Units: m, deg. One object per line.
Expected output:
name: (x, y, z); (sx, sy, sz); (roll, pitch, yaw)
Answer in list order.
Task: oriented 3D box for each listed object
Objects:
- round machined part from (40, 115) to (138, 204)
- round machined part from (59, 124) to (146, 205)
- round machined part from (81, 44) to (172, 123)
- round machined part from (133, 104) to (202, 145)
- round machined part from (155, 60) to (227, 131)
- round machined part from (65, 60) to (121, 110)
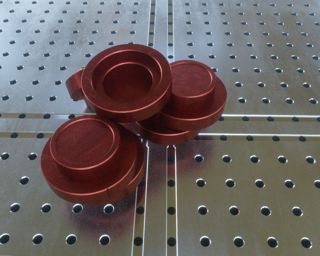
round machined part: (-0.073, 0.025, 0.320); (0.099, 0.042, 0.098); (0, 50, 0)
round machined part: (-0.066, 0.031, 0.343); (0.099, 0.042, 0.098); (0, 50, 0)
round machined part: (-0.035, -0.046, 0.352); (0.098, 0.042, 0.098); (-1, 58, 2)
round machined part: (0.011, -0.029, 0.394); (0.099, 0.042, 0.098); (0, 50, 0)
round machined part: (0.033, -0.047, 0.380); (0.099, 0.042, 0.098); (0, 49, 0)
round machined part: (-0.072, -0.056, 0.419); (0.099, 0.098, 0.042); (-22, 89, -17)
